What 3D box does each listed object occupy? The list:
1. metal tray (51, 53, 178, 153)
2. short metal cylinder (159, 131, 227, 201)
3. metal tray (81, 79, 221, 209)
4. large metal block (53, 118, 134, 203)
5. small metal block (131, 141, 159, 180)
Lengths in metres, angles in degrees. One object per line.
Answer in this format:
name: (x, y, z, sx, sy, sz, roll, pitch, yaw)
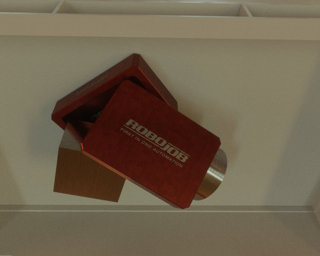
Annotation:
metal tray: (-0.055, -0.022, 0.384, 0.130, 0.030, 0.090, -27, 126, 21)
short metal cylinder: (0.042, 0.050, 0.415, 0.050, 0.080, 0.080, 32, 123, -25)
metal tray: (-0.008, 0.019, 0.342, 0.130, 0.090, 0.030, 32, 162, -8)
large metal block: (-0.081, 0.042, 0.383, 0.081, 0.050, 0.079, 13, 129, -11)
small metal block: (-0.026, 0.048, 0.448, 0.050, 0.025, 0.050, -23, 127, 18)
